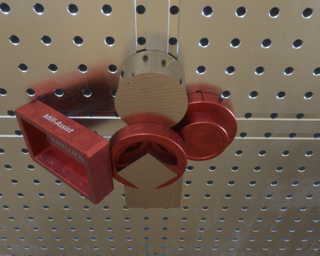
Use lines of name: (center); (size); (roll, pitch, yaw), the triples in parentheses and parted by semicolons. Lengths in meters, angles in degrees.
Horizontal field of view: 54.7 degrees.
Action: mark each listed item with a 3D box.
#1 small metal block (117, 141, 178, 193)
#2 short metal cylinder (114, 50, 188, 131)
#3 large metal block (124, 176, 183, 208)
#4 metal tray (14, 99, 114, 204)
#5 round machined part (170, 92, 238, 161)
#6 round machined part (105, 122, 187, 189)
small metal block: (-0.015, 0.046, 0.369); (0.050, 0.025, 0.050); (-34, 123, 25)
short metal cylinder: (-0.010, -0.042, 0.359); (0.081, 0.050, 0.079); (0, 130, 0)
large metal block: (-0.010, 0.072, 0.453); (0.081, 0.050, 0.079); (0, 130, -1)
metal tray: (-0.118, 0.028, 0.384); (0.130, 0.030, 0.089); (26, 136, 26)
round machined part: (0.052, 0.005, 0.404); (0.099, 0.042, 0.097); (0, 130, 0)
round machined part: (-0.017, 0.030, 0.388); (0.099, 0.042, 0.097); (0, 130, 0)
